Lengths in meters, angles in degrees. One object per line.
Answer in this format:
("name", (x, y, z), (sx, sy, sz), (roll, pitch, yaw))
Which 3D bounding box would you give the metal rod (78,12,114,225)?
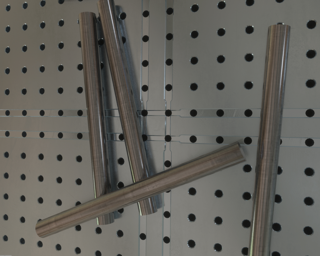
("metal rod", (-0.091, -0.015, 0.443), (0.025, 0.025, 0.298), (-6, 88, 19))

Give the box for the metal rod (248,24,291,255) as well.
("metal rod", (0.128, 0.031, 0.367), (0.025, 0.025, 0.298), (5, 92, 19))

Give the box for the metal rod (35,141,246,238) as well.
("metal rod", (-0.037, 0.085, 0.397), (0.300, 0.025, 0.025), (-24, 82, 17))

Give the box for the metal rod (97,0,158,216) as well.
("metal rod", (-0.046, -0.031, 0.427), (0.025, 0.025, 0.298), (-13, 86, 19))
